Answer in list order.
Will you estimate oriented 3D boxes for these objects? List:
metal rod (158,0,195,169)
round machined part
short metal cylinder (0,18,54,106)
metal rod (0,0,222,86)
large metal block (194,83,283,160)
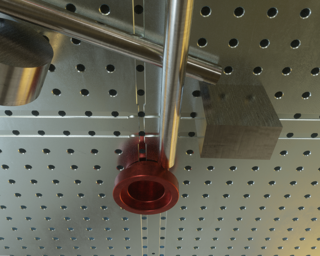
[{"bbox_3d":[0.014,-0.047,0.340,0.025,0.025,0.298,1,140,-2],"label":"metal rod"},{"bbox_3d":[-0.020,0.088,0.474,0.099,0.042,0.097,0,132,0],"label":"round machined part"},{"bbox_3d":[-0.157,-0.068,0.315,0.080,0.080,0.050,22,127,-18],"label":"short metal cylinder"},{"bbox_3d":[-0.075,-0.102,0.323,0.302,0.025,0.025,16,128,-14],"label":"metal rod"},{"bbox_3d":[0.087,-0.009,0.369,0.081,0.080,0.050,2,130,-2],"label":"large metal block"}]
